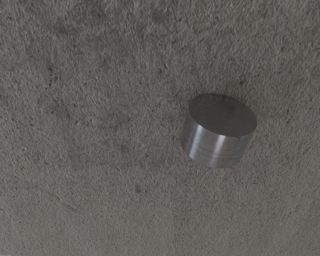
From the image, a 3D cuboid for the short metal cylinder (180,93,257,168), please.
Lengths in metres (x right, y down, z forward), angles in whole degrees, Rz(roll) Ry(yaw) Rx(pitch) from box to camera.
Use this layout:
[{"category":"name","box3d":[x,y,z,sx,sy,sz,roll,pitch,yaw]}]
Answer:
[{"category":"short metal cylinder","box3d":[0.069,0.002,0.373,0.080,0.080,0.050,7,130,-6]}]
